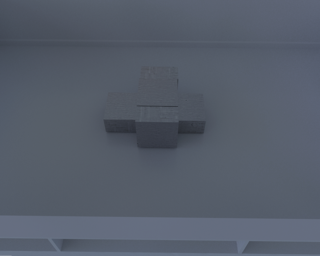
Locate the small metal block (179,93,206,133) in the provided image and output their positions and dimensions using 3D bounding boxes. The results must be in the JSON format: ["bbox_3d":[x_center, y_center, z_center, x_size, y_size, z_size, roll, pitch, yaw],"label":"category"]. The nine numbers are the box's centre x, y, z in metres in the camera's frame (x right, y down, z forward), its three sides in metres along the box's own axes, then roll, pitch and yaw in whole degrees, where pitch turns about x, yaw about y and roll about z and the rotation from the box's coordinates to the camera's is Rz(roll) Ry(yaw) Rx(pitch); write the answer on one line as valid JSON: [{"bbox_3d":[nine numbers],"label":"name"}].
[{"bbox_3d":[0.034,-0.020,0.420,0.050,0.025,0.050,1,50,0],"label":"small metal block"}]

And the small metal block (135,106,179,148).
[{"bbox_3d":[-0.003,-0.001,0.385,0.050,0.050,0.025,1,50,0],"label":"small metal block"}]

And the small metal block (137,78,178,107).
[{"bbox_3d":[-0.003,-0.038,0.401,0.050,0.025,0.050,1,50,0],"label":"small metal block"}]

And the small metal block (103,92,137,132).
[{"bbox_3d":[-0.047,-0.022,0.420,0.050,0.025,0.050,1,50,0],"label":"small metal block"}]

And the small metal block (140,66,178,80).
[{"bbox_3d":[-0.001,-0.059,0.435,0.050,0.050,0.025,1,50,0],"label":"small metal block"}]
